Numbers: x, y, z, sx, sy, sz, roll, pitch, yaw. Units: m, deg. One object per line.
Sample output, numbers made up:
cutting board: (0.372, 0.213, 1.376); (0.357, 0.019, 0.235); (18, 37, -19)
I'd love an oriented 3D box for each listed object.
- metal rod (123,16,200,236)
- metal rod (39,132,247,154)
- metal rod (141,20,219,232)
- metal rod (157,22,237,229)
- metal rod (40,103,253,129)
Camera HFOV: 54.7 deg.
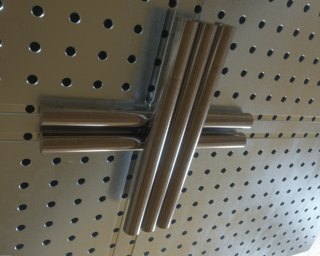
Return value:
metal rod: (-0.006, 0.016, 0.387); (0.025, 0.025, 0.298); (1, 118, -29)
metal rod: (-0.002, 0.018, 0.423); (0.303, 0.025, 0.025); (1, 118, -29)
metal rod: (0.017, 0.016, 0.400); (0.025, 0.025, 0.298); (1, 118, -29)
metal rod: (0.039, 0.014, 0.411); (0.025, 0.025, 0.298); (1, 118, -29)
metal rod: (0.004, -0.013, 0.407); (0.303, 0.025, 0.025); (1, 118, -29)
